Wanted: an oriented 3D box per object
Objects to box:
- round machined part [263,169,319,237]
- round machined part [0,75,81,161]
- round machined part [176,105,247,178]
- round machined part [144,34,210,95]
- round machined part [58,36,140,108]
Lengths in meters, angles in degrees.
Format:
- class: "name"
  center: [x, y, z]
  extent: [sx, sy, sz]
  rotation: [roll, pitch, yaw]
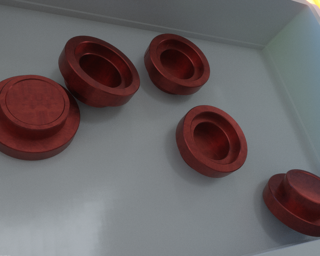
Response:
- class: "round machined part"
  center: [0.194, 0.093, 0.416]
  extent: [0.099, 0.042, 0.098]
  rotation: [12, 30, -7]
- class: "round machined part"
  center: [-0.135, -0.018, 0.333]
  extent: [0.099, 0.042, 0.098]
  rotation: [13, 56, -21]
- class: "round machined part"
  center: [0.064, 0.021, 0.416]
  extent: [0.099, 0.042, 0.098]
  rotation: [14, 56, -21]
- class: "round machined part"
  center: [0.021, -0.089, 0.460]
  extent: [0.099, 0.042, 0.098]
  rotation: [14, 56, -21]
- class: "round machined part"
  center: [-0.077, -0.064, 0.382]
  extent: [0.098, 0.042, 0.098]
  rotation: [26, 39, -23]
